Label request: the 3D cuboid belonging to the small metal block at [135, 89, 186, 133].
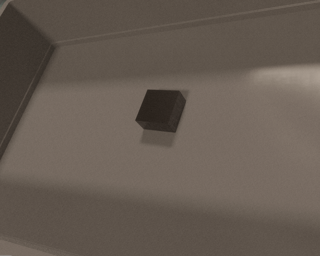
[{"bbox_3d":[0.001,-0.024,0.418,0.050,0.025,0.050,6,65,30],"label":"small metal block"}]
